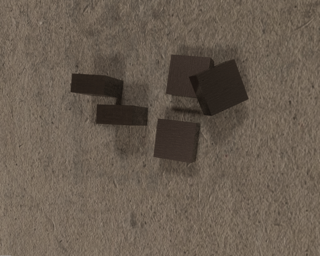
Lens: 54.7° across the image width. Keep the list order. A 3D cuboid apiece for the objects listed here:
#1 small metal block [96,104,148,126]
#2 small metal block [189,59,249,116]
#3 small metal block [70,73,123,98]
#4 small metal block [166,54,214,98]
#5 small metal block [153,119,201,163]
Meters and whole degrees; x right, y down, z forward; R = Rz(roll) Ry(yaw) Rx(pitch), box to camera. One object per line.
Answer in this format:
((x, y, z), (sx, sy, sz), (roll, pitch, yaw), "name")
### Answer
((-0.049, -0.017, 0.412), (0.050, 0.050, 0.025), (3, 91, 19), "small metal block")
((0.069, -0.047, 0.366), (0.050, 0.025, 0.050), (-24, 100, -11), "small metal block")
((-0.085, -0.057, 0.425), (0.050, 0.050, 0.025), (7, 92, 19), "small metal block")
((0.038, -0.065, 0.395), (0.050, 0.025, 0.050), (9, 93, 19), "small metal block")
((0.022, 0.016, 0.401), (0.050, 0.025, 0.050), (8, 93, 19), "small metal block")
